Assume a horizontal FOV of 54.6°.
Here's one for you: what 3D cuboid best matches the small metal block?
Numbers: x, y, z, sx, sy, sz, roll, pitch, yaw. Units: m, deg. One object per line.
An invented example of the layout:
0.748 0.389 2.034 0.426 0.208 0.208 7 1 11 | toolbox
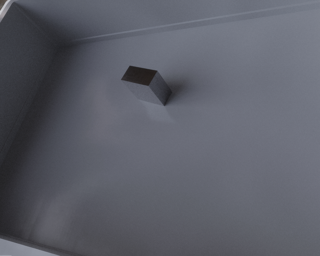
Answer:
-0.018 -0.059 0.437 0.050 0.050 0.025 18 71 35 | small metal block
